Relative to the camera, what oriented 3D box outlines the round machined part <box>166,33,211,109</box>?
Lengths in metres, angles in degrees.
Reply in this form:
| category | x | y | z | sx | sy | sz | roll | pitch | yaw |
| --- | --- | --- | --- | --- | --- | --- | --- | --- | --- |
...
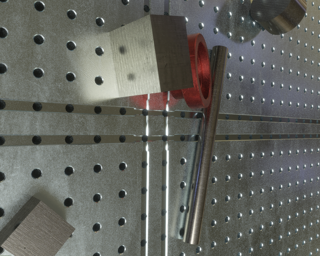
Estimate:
| category | x | y | z | sx | sy | sz | roll | pitch | yaw |
| --- | --- | --- | --- | --- | --- | --- | --- | --- | --- |
| round machined part | 0.038 | -0.074 | 0.415 | 0.098 | 0.042 | 0.097 | -4 | 90 | -70 |

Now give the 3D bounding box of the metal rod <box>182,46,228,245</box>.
| category | x | y | z | sx | sy | sz | roll | pitch | yaw |
| --- | --- | --- | --- | --- | --- | --- | --- | --- | --- |
| metal rod | 0.070 | 0.020 | 0.470 | 0.025 | 0.025 | 0.299 | 17 | 79 | -39 |

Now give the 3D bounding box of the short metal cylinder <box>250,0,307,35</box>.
| category | x | y | z | sx | sy | sz | roll | pitch | yaw |
| --- | --- | --- | --- | --- | --- | --- | --- | --- | --- |
| short metal cylinder | 0.211 | -0.215 | 0.553 | 0.050 | 0.080 | 0.080 | 20 | 77 | -39 |

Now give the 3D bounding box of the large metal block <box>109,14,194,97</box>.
| category | x | y | z | sx | sy | sz | roll | pitch | yaw |
| --- | --- | --- | --- | --- | --- | --- | --- | --- | --- |
| large metal block | -0.012 | -0.081 | 0.365 | 0.050 | 0.080 | 0.079 | -14 | 99 | -39 |

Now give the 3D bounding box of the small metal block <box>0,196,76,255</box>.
| category | x | y | z | sx | sy | sz | roll | pitch | yaw |
| --- | --- | --- | --- | --- | --- | --- | --- | --- | --- |
| small metal block | -0.123 | 0.105 | 0.308 | 0.050 | 0.025 | 0.050 | 53 | 59 | -27 |
